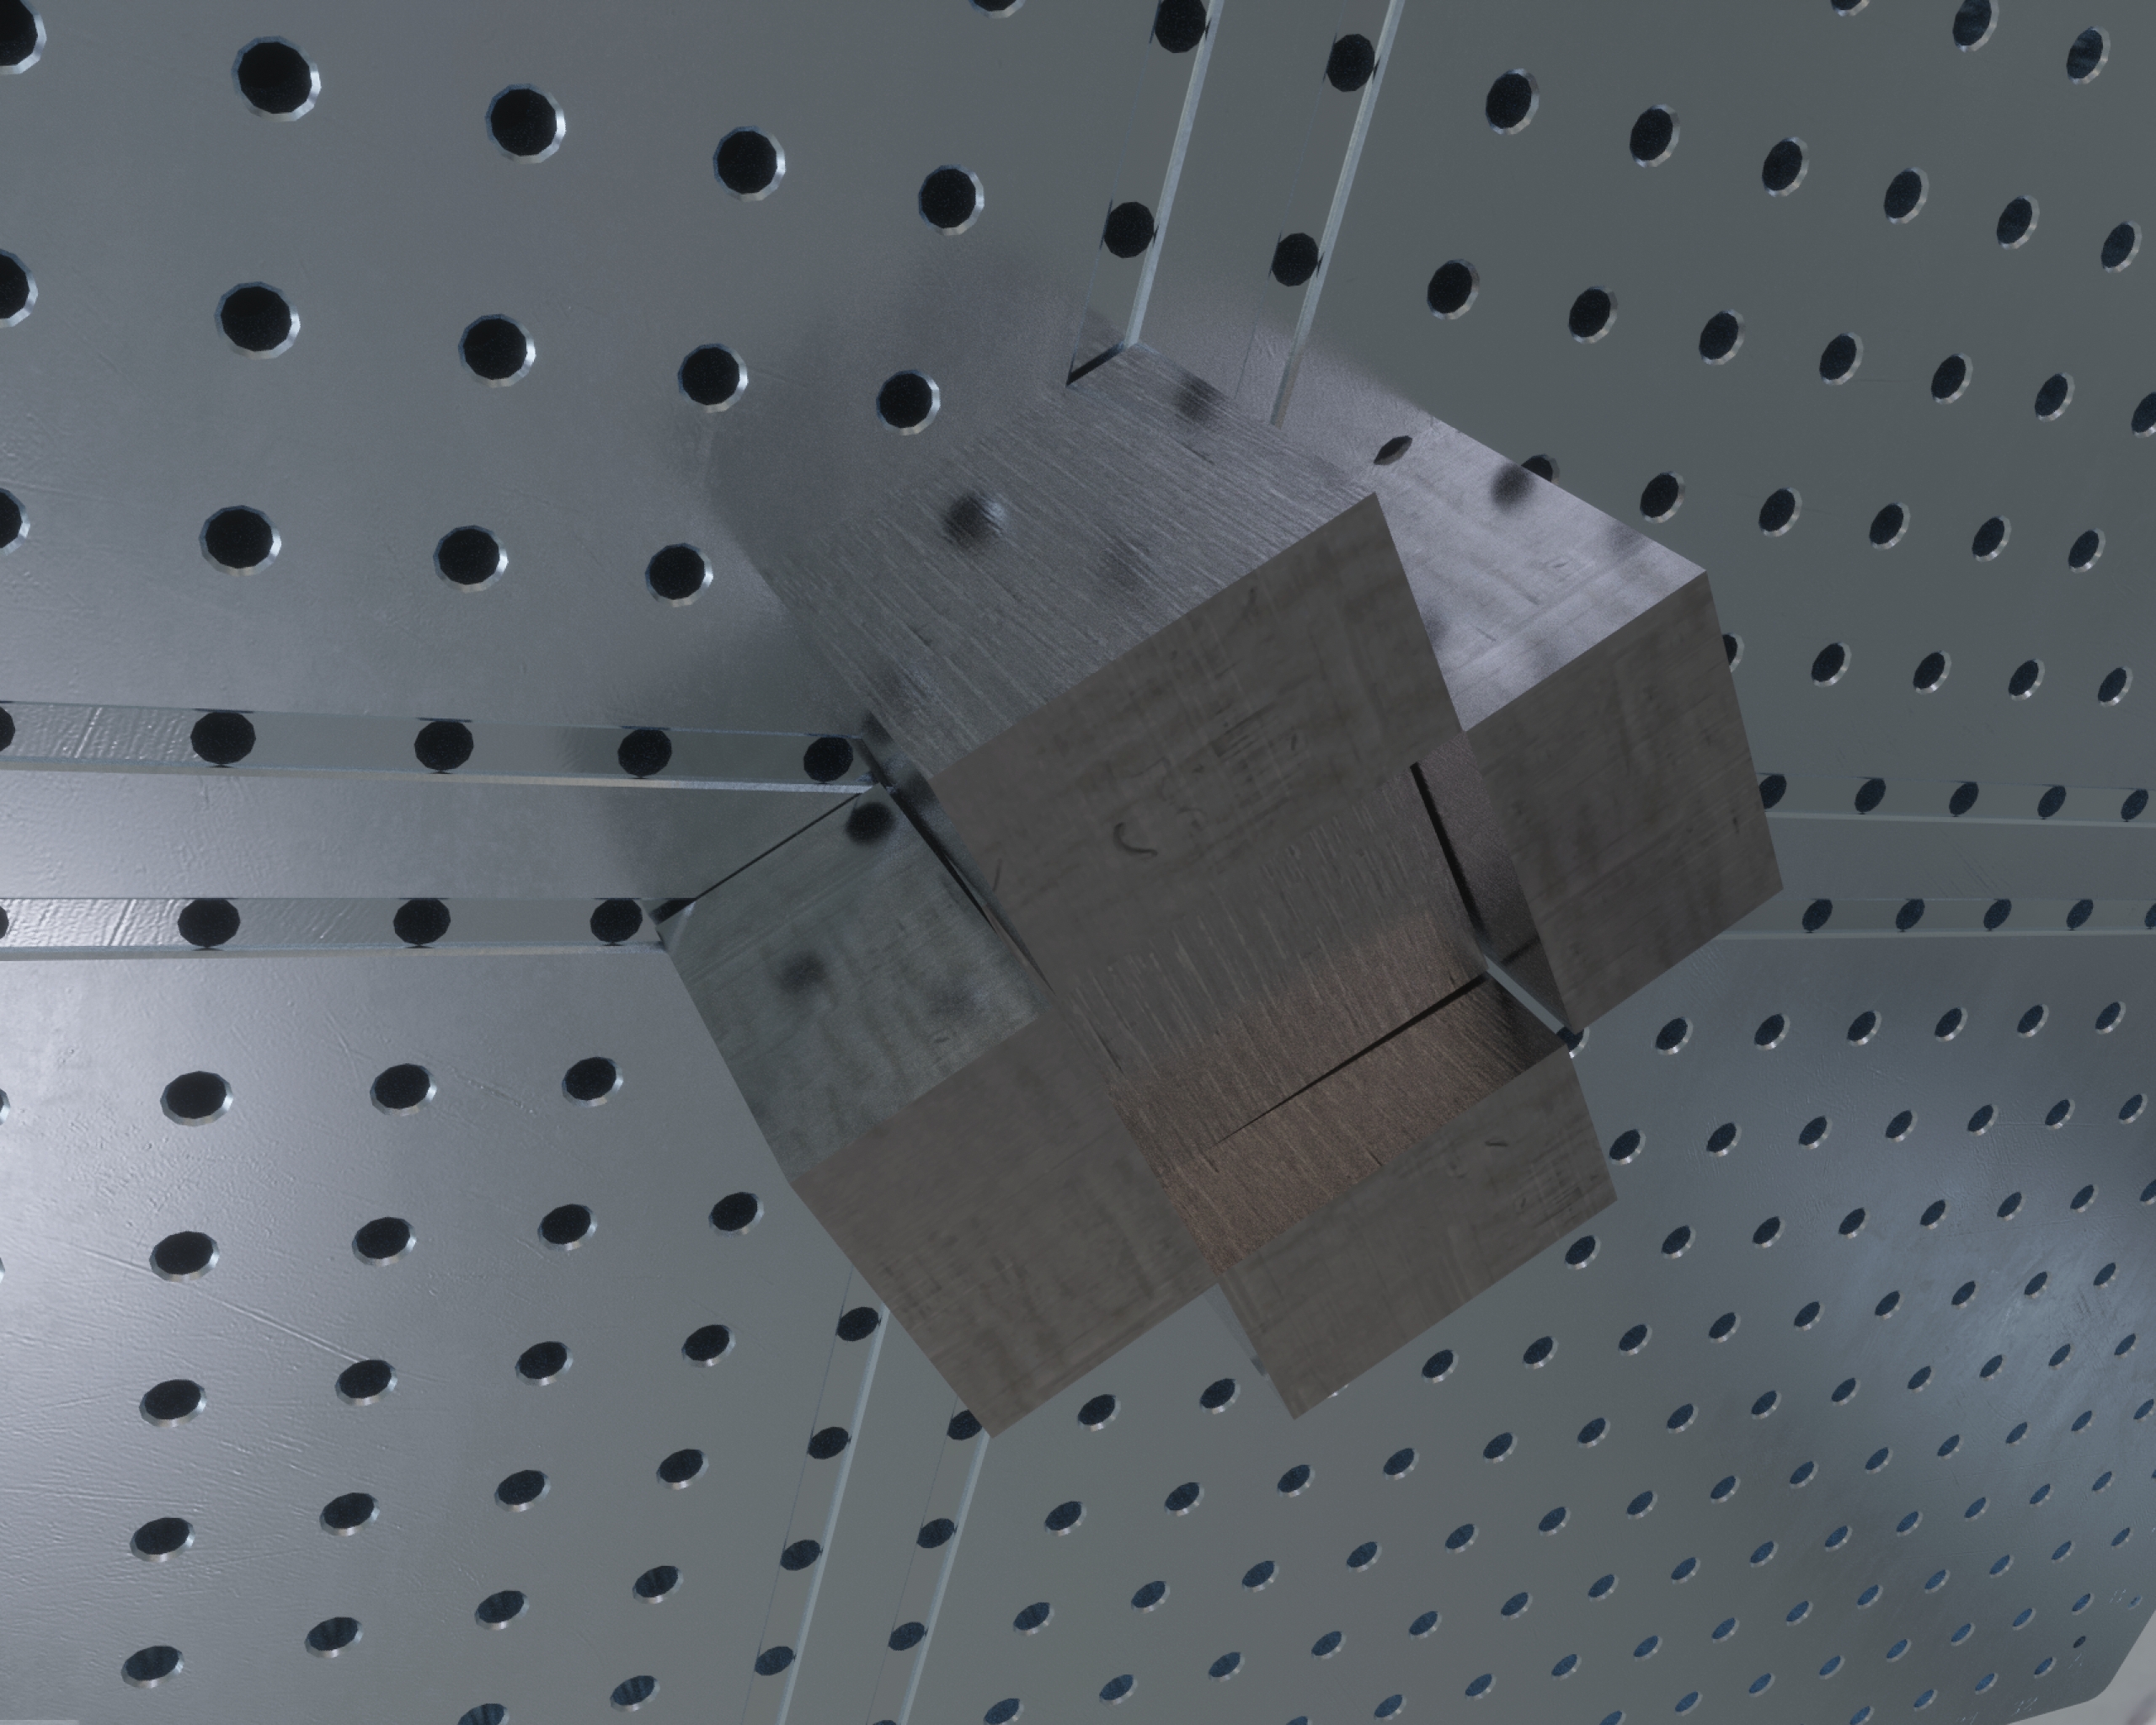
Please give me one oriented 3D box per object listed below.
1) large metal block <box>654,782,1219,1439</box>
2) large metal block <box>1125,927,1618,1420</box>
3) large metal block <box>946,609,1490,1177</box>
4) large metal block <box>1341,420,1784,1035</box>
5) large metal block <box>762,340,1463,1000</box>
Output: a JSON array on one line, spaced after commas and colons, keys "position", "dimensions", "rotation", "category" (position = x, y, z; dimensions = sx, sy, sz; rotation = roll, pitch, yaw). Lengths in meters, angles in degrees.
[{"position": [-0.027, 0.045, 0.388], "dimensions": [0.050, 0.080, 0.080], "rotation": [-34, 129, -6], "category": "large metal block"}, {"position": [0.051, 0.054, 0.437], "dimensions": [0.080, 0.080, 0.050], "rotation": [-32, 129, -7], "category": "large metal block"}, {"position": [0.023, 0.002, 0.407], "dimensions": [0.080, 0.050, 0.080], "rotation": [-32, 127, -5], "category": "large metal block"}, {"position": [0.083, -0.027, 0.403], "dimensions": [0.050, 0.080, 0.080], "rotation": [-34, 129, -6], "category": "large metal block"}, {"position": [0.004, -0.036, 0.355], "dimensions": [0.080, 0.080, 0.050], "rotation": [-33, 129, -6], "category": "large metal block"}]
